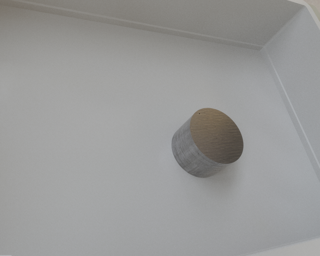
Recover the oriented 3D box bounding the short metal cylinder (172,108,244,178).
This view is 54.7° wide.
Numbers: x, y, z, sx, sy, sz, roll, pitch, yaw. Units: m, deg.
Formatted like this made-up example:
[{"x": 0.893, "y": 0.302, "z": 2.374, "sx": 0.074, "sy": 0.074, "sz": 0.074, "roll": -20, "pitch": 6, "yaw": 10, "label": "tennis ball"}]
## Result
[{"x": 0.063, "y": 0.020, "z": 0.413, "sx": 0.081, "sy": 0.050, "sz": 0.080, "roll": 14, "pitch": 56, "yaw": -21, "label": "short metal cylinder"}]
